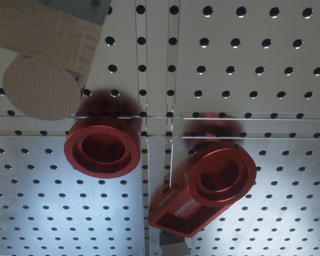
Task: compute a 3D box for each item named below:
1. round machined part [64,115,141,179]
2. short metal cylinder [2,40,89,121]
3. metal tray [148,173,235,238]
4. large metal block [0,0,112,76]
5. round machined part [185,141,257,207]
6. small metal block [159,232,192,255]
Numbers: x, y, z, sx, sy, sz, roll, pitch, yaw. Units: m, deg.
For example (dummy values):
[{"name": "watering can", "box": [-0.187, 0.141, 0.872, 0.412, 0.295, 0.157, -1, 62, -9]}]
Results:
[{"name": "round machined part", "box": [-0.075, 0.021, 0.417, 0.099, 0.042, 0.097, 0, 130, 0]}, {"name": "short metal cylinder", "box": [-0.125, -0.055, 0.347, 0.081, 0.050, 0.079, 0, 130, 0]}, {"name": "metal tray", "box": [0.050, 0.132, 0.520, 0.090, 0.030, 0.129, 24, 126, -20]}, {"name": "large metal block", "box": [-0.094, -0.102, 0.287, 0.081, 0.080, 0.050, 17, 128, -14]}, {"name": "round machined part", "box": [0.083, 0.061, 0.442, 0.099, 0.042, 0.097, -4, 117, -8]}, {"name": "small metal block", "box": [0.031, 0.227, 0.605, 0.050, 0.025, 0.050, -14, 129, 11]}]
